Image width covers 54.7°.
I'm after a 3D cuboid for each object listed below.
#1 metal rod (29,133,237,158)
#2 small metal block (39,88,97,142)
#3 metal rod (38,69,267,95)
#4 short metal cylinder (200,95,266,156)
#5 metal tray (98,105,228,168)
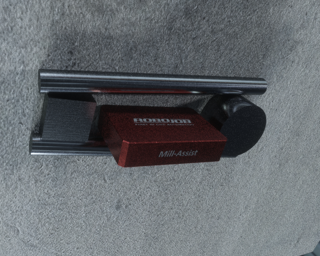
[{"bbox_3d":[-0.012,0.026,0.418,0.302,0.025,0.025,4,117,-30],"label":"metal rod"},{"bbox_3d":[-0.103,-0.013,0.344,0.050,0.025,0.050,4,116,-31],"label":"small metal block"},{"bbox_3d":[0.012,-0.054,0.382,0.303,0.025,0.025,-3,120,-27],"label":"metal rod"},{"bbox_3d":[0.103,-0.007,0.444,0.081,0.050,0.079,-14,124,-21],"label":"short metal cylinder"},{"bbox_3d":[0.002,0.006,0.369,0.131,0.090,0.030,0,118,-28],"label":"metal tray"}]
